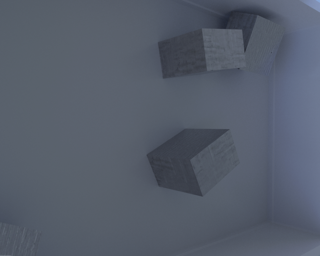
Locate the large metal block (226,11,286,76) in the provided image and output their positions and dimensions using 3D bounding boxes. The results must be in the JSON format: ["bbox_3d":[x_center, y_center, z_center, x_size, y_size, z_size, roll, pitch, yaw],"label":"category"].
[{"bbox_3d":[0.146,-0.134,0.498,0.081,0.050,0.079,2,111,-40],"label":"large metal block"}]

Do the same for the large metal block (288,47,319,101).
[{"bbox_3d":[0.331,-0.115,0.675,0.080,0.050,0.080,35,68,-35],"label":"large metal block"}]

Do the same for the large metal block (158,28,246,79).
[{"bbox_3d":[0.057,-0.100,0.420,0.081,0.080,0.050,-14,99,-39],"label":"large metal block"}]

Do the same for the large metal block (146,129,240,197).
[{"bbox_3d":[0.044,0.041,0.410,0.081,0.080,0.050,-32,110,-36],"label":"large metal block"}]

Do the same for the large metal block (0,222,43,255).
[{"bbox_3d":[-0.153,0.118,0.247,0.080,0.050,0.080,30,52,-36],"label":"large metal block"}]
